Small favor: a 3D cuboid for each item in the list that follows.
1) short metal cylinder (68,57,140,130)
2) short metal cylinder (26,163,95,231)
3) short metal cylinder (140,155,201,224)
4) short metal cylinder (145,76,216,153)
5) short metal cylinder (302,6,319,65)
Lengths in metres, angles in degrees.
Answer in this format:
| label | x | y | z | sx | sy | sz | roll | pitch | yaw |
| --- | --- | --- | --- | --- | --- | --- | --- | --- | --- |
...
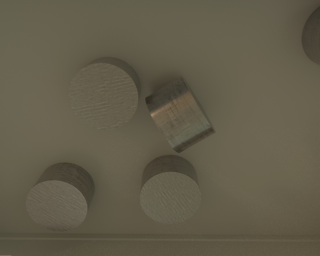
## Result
| label | x | y | z | sx | sy | sz | roll | pitch | yaw |
| --- | --- | --- | --- | --- | --- | --- | --- | --- | --- |
| short metal cylinder | -0.065 | -0.044 | 0.381 | 0.081 | 0.050 | 0.079 | 0 | 110 | 0 |
| short metal cylinder | -0.136 | 0.095 | 0.432 | 0.081 | 0.050 | 0.079 | 0 | 110 | 0 |
| short metal cylinder | 0.014 | 0.084 | 0.429 | 0.081 | 0.050 | 0.079 | 0 | 110 | 0 |
| short metal cylinder | 0.025 | -0.016 | 0.376 | 0.050 | 0.080 | 0.080 | -31 | 107 | 11 |
| short metal cylinder | 0.216 | -0.108 | 0.360 | 0.081 | 0.050 | 0.079 | 0 | 110 | 0 |
